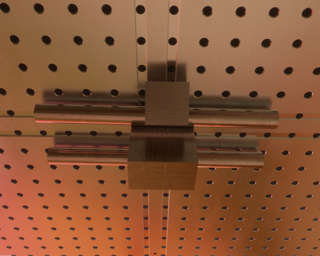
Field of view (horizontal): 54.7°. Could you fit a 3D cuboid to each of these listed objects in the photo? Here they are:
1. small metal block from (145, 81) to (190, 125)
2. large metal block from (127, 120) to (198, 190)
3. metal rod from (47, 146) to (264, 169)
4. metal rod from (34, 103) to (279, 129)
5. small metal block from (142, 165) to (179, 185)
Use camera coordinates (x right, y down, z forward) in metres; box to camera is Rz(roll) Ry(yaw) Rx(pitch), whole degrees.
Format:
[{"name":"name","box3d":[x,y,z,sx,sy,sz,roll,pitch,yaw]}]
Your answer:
[{"name":"small metal block","box3d":[0.008,-0.029,0.367,0.050,0.025,0.050,1,96,-1]},{"name":"large metal block","box3d":[0.003,0.032,0.397,0.081,0.080,0.050,1,130,-2]},{"name":"metal rod","box3d":[-0.005,0.043,0.444,0.302,0.025,0.025,2,130,-2]},{"name":"metal rod","box3d":[-0.002,-0.015,0.393,0.302,0.025,0.025,2,130,-2]},{"name":"small metal block","box3d":[0.000,0.069,0.450,0.050,0.025,0.050,2,168,-2]}]
